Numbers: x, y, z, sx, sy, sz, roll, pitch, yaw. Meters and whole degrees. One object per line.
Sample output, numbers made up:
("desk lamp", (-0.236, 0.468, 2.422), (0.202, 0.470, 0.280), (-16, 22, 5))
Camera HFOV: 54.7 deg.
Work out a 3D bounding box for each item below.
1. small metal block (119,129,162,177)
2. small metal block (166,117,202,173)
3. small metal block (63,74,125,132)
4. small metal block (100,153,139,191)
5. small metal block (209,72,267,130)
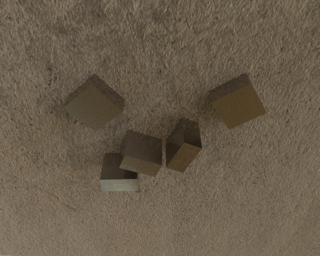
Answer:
("small metal block", (-0.025, 0.034, 0.419), (0.050, 0.050, 0.025), (17, 128, -14))
("small metal block", (0.030, 0.022, 0.410), (0.025, 0.050, 0.050), (20, 127, -16))
("small metal block", (-0.080, -0.030, 0.381), (0.050, 0.025, 0.050), (-33, 123, 25))
("small metal block", (-0.056, 0.062, 0.443), (0.050, 0.050, 0.025), (-1, 130, 1))
("small metal block", (0.095, -0.032, 0.381), (0.050, 0.025, 0.050), (-26, 126, 20))
